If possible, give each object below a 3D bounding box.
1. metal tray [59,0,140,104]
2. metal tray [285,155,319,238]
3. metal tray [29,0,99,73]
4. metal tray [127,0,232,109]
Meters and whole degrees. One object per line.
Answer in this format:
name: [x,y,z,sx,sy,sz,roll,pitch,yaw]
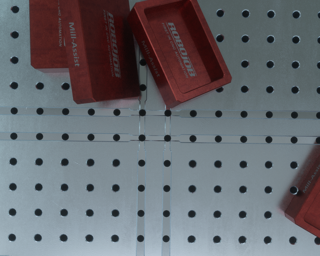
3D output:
metal tray: [-0.069,-0.097,0.372,0.030,0.091,0.129,-3,97,32]
metal tray: [0.242,0.089,0.414,0.090,0.030,0.130,31,90,-1]
metal tray: [-0.121,-0.141,0.409,0.091,0.030,0.129,-1,90,-1]
metal tray: [0.026,-0.100,0.393,0.091,0.030,0.129,-25,90,-26]
